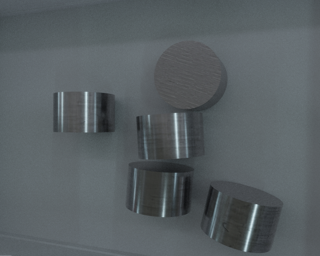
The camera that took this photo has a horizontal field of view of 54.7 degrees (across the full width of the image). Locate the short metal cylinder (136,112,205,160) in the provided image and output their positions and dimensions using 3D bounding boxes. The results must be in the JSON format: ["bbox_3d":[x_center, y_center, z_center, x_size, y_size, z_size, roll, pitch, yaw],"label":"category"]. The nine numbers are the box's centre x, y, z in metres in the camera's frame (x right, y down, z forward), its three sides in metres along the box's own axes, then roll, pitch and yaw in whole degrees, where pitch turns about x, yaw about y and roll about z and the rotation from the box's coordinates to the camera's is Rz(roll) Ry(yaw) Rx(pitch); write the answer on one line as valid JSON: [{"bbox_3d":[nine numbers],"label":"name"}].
[{"bbox_3d":[0.013,0.009,0.377,0.080,0.080,0.050,-4,89,20],"label":"short metal cylinder"}]

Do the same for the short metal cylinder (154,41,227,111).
[{"bbox_3d":[0.039,-0.062,0.383,0.080,0.050,0.080,0,90,20],"label":"short metal cylinder"}]

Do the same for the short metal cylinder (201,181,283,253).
[{"bbox_3d":[0.091,0.097,0.349,0.080,0.080,0.050,14,95,19],"label":"short metal cylinder"}]

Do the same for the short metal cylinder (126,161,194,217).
[{"bbox_3d":[0.000,0.072,0.381,0.080,0.080,0.050,5,92,20],"label":"short metal cylinder"}]

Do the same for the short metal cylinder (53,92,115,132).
[{"bbox_3d":[-0.101,-0.020,0.417,0.080,0.080,0.050,0,90,20],"label":"short metal cylinder"}]
